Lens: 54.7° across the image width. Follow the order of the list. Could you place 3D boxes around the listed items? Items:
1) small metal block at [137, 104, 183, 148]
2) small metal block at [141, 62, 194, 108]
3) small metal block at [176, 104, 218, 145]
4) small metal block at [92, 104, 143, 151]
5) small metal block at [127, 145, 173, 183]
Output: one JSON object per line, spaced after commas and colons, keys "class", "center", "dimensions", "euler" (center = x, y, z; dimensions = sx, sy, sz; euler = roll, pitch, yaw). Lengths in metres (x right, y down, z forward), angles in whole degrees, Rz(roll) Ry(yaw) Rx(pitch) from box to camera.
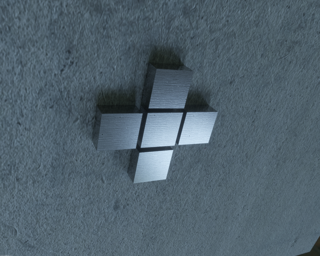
{"class": "small metal block", "center": [-0.003, -0.003, 0.407], "dimensions": [0.050, 0.025, 0.050], "euler": [-2, 119, -28]}
{"class": "small metal block", "center": [0.008, -0.052, 0.382], "dimensions": [0.050, 0.025, 0.050], "euler": [-2, 119, -28]}
{"class": "small metal block", "center": [0.047, -0.005, 0.433], "dimensions": [0.050, 0.025, 0.050], "euler": [-2, 119, -28]}
{"class": "small metal block", "center": [-0.053, -0.001, 0.380], "dimensions": [0.050, 0.025, 0.050], "euler": [-2, 119, -28]}
{"class": "small metal block", "center": [-0.014, 0.047, 0.431], "dimensions": [0.050, 0.025, 0.050], "euler": [-2, 120, -28]}
